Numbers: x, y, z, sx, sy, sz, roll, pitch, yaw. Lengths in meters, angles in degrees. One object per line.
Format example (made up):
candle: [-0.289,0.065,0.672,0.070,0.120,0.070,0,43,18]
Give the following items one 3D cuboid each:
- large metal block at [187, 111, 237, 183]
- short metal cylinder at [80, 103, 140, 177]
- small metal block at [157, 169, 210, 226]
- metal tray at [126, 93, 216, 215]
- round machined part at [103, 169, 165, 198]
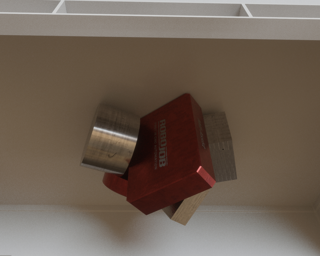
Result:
large metal block: [0.054,0.031,0.408,0.080,0.050,0.080,-11,134,9]
short metal cylinder: [-0.062,0.015,0.382,0.050,0.080,0.079,18,128,-15]
small metal block: [0.023,0.078,0.368,0.025,0.050,0.050,35,90,-34]
metal tray: [0.009,0.025,0.359,0.090,0.130,0.030,-28,126,21]
round machined part: [-0.025,0.065,0.427,0.099,0.098,0.042,16,93,-14]
